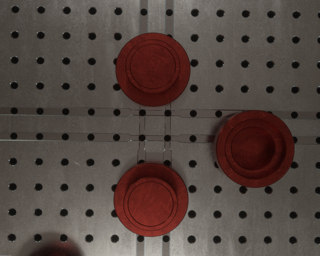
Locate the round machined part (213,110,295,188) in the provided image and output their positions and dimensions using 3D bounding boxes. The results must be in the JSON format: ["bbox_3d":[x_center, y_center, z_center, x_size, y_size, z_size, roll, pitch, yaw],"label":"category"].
[{"bbox_3d":[0.119,0.026,0.407,0.099,0.042,0.097,0,90,-1],"label":"round machined part"}]

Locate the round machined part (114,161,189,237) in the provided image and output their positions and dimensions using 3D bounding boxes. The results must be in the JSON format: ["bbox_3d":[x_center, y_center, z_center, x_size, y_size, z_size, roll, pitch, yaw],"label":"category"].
[{"bbox_3d":[-0.011,0.094,0.405,0.099,0.042,0.097,0,90,-1],"label":"round machined part"}]

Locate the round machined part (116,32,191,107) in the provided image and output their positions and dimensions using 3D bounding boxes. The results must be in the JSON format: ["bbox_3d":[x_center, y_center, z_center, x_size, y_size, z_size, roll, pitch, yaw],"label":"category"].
[{"bbox_3d":[-0.009,-0.077,0.405,0.099,0.042,0.097,0,90,-1],"label":"round machined part"}]
